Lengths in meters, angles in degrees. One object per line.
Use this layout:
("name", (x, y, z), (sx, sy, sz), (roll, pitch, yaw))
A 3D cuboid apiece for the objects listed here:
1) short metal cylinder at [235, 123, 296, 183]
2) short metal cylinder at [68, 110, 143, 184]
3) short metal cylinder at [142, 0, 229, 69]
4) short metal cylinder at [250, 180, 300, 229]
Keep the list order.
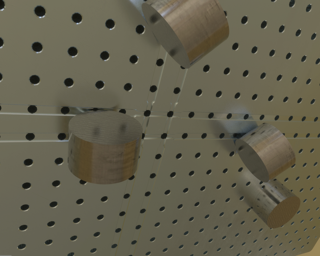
("short metal cylinder", (0.165, 0.039, 0.489), (0.050, 0.080, 0.080), (-31, 129, -8))
("short metal cylinder", (-0.063, 0.019, 0.353), (0.081, 0.080, 0.050), (-5, 121, -26))
("short metal cylinder", (0.026, -0.109, 0.322), (0.050, 0.080, 0.080), (-38, 129, -3))
("short metal cylinder", (0.227, 0.151, 0.612), (0.081, 0.050, 0.079), (-14, 124, -21))
